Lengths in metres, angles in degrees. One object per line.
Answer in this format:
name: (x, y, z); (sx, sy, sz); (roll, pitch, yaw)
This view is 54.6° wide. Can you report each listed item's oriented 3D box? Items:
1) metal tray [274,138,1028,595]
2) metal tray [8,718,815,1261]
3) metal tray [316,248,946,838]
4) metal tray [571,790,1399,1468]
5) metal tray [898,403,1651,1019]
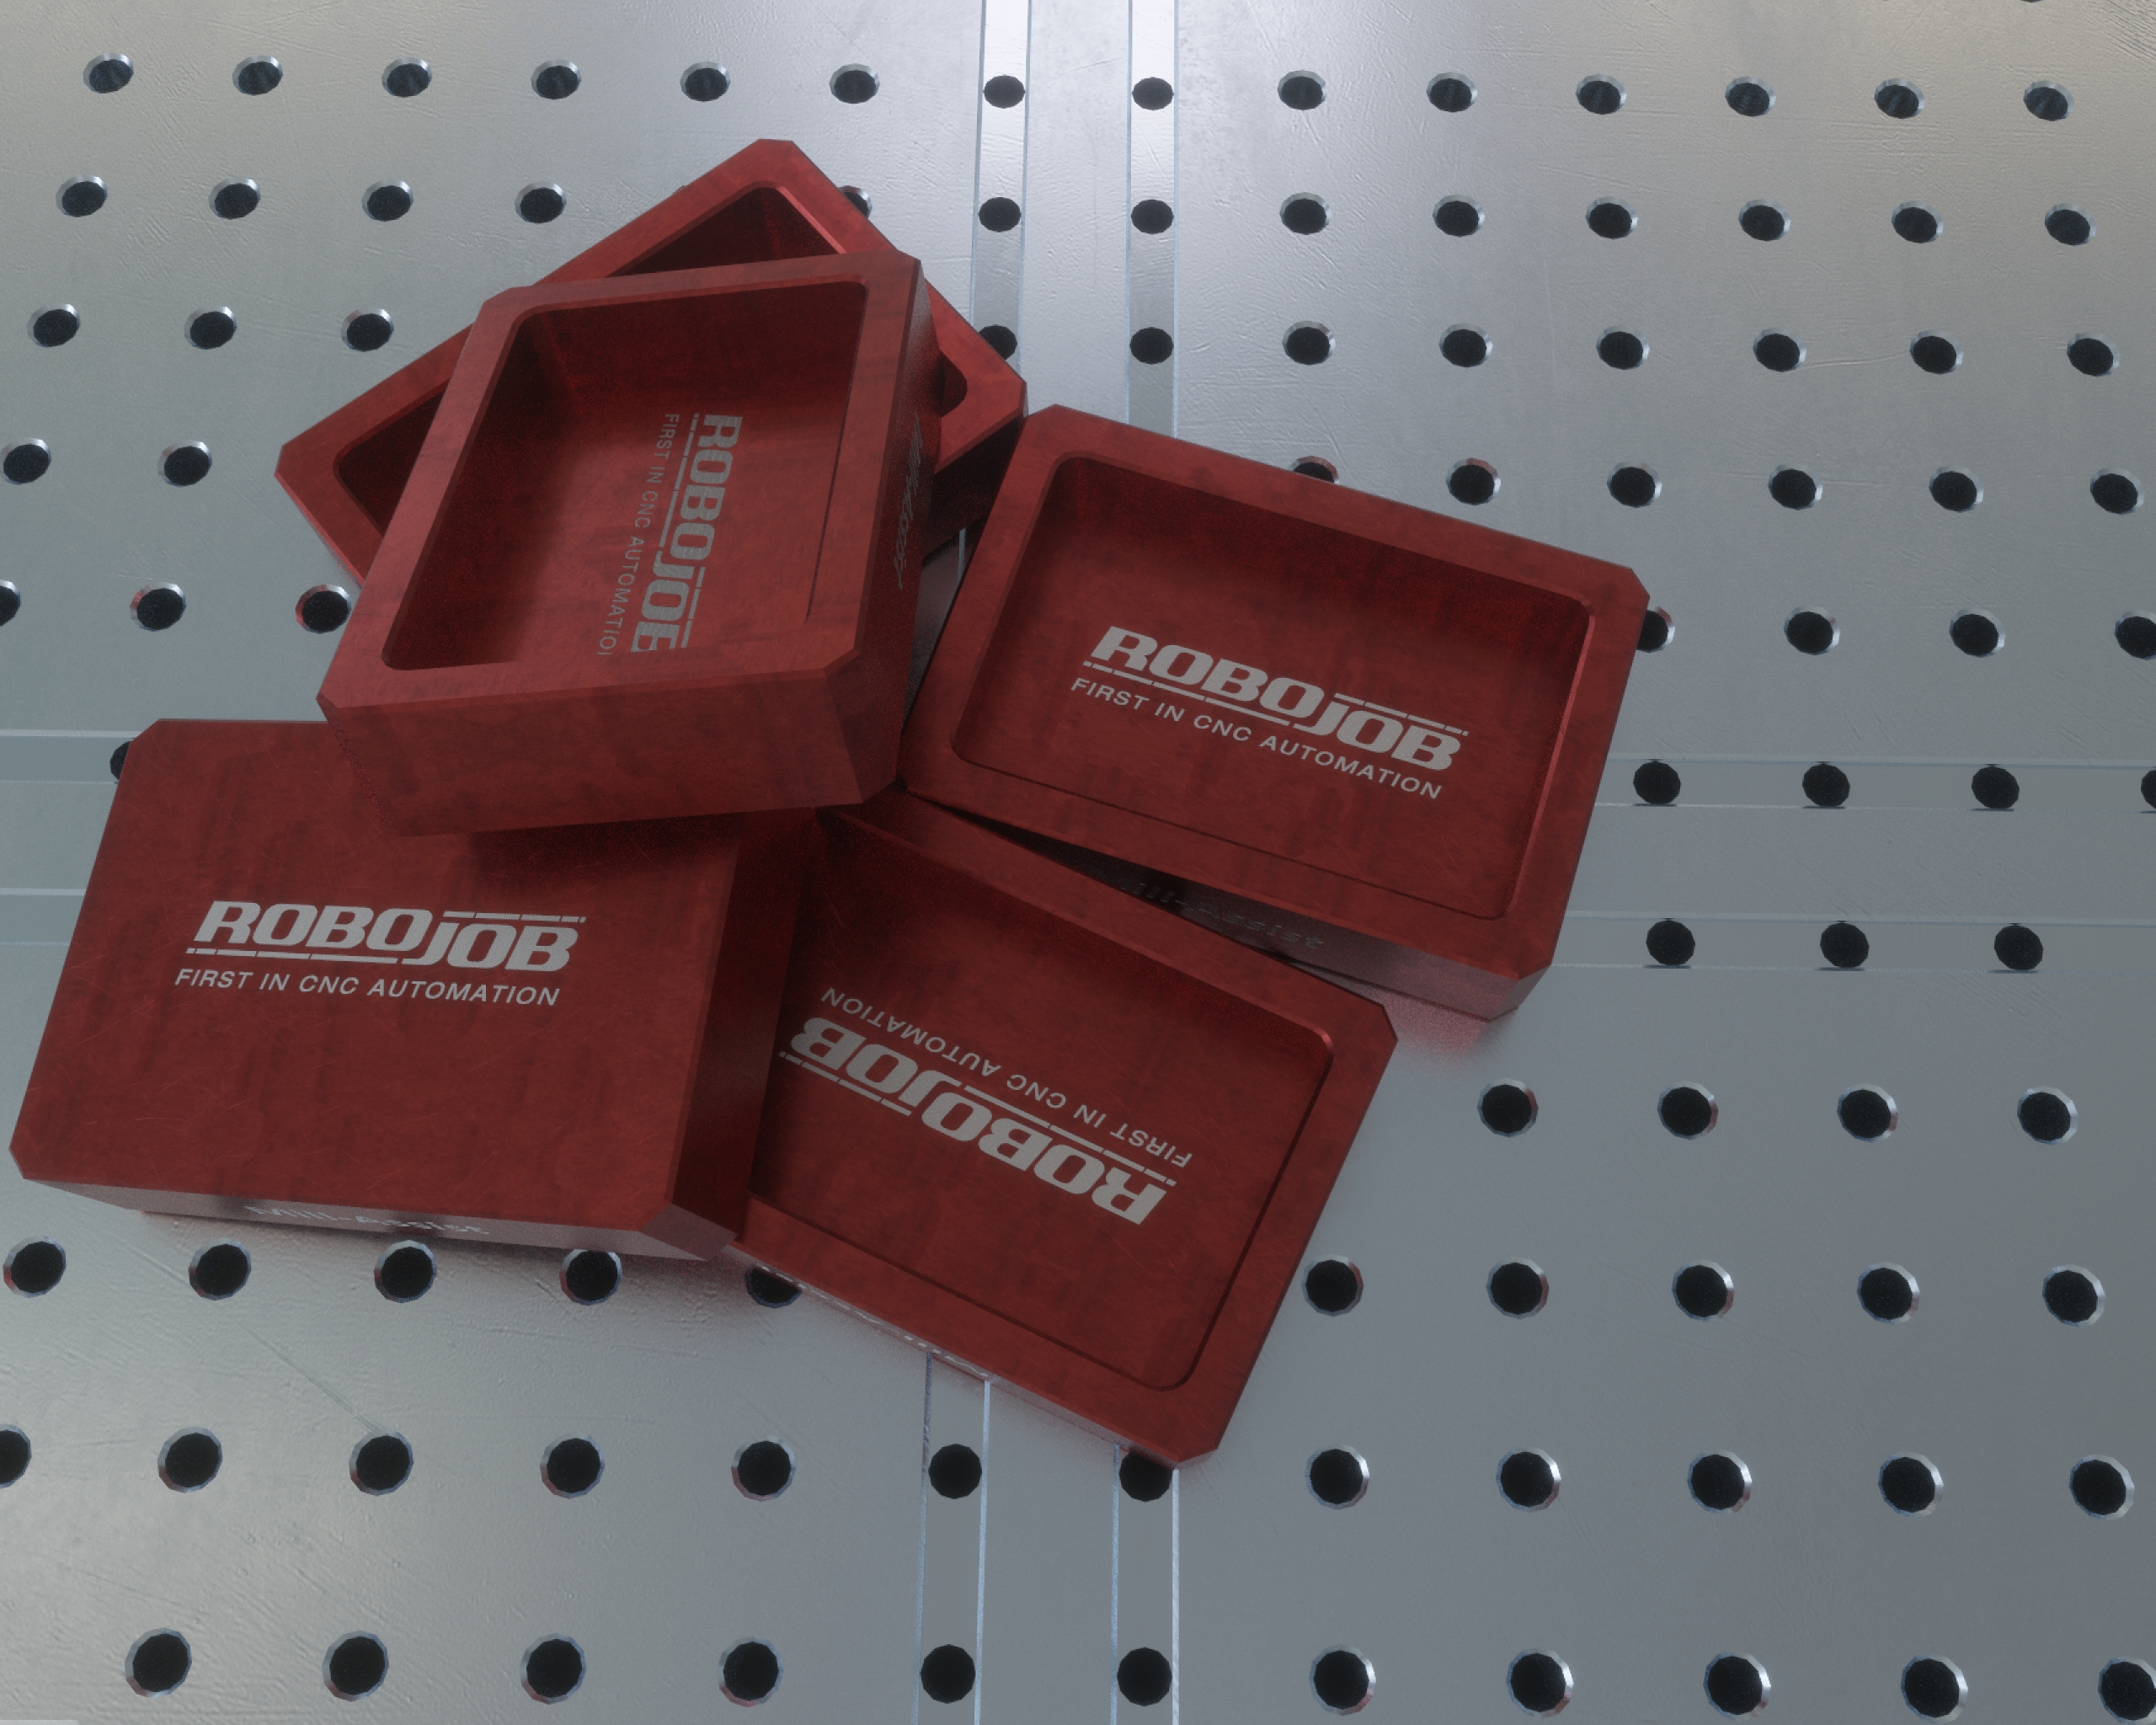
metal tray: (-0.086, -0.084, 0.438); (0.130, 0.030, 0.090); (-38, 74, -13)
metal tray: (-0.121, 0.021, 0.383); (0.130, 0.030, 0.090); (2, 70, 15)
metal tray: (-0.076, -0.063, 0.386); (0.090, 0.030, 0.130); (-4, 46, 6)
metal tray: (-0.018, 0.045, 0.392); (0.130, 0.030, 0.090); (24, 72, 8)
metal tray: (0.039, -0.031, 0.419); (0.130, 0.030, 0.090); (17, 71, 6)
